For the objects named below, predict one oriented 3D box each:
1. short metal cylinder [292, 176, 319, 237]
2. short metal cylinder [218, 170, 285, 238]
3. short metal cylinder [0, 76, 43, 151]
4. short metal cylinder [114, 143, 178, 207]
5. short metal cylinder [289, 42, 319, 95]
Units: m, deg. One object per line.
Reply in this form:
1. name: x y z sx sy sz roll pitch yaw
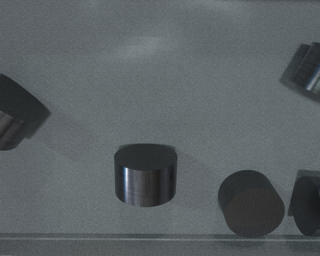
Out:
1. short metal cylinder: 0.224 0.108 0.425 0.050 0.080 0.079 3 110 -2
2. short metal cylinder: 0.127 0.107 0.439 0.081 0.050 0.079 0 110 -1
3. short metal cylinder: -0.192 -0.019 0.372 0.080 0.080 0.050 41 105 -14
4. short metal cylinder: -0.018 0.059 0.404 0.081 0.080 0.050 1 110 -1
5. short metal cylinder: 0.203 -0.060 0.363 0.080 0.080 0.050 23 108 -9
